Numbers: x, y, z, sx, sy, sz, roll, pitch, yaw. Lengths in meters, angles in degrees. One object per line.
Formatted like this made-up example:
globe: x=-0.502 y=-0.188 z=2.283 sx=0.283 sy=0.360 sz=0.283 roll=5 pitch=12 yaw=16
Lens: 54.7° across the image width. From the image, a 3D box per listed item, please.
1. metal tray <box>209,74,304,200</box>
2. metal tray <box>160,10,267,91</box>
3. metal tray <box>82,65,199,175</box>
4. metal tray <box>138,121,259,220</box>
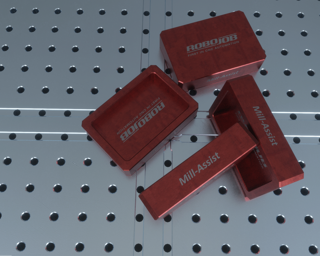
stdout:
metal tray: x=0.107 y=0.013 z=0.372 sx=0.030 sy=0.090 sz=0.130 roll=-17 pitch=71 yaw=-13
metal tray: x=0.074 y=-0.113 z=0.451 sx=0.131 sy=0.030 sz=0.090 roll=-17 pitch=71 yaw=-7
metal tray: x=-0.025 y=-0.013 z=0.413 sx=0.130 sy=0.030 sz=0.090 roll=-42 pitch=76 yaw=-14
metal tray: x=0.043 y=0.052 z=0.350 sx=0.130 sy=0.090 sz=0.030 roll=-36 pitch=74 yaw=-5
